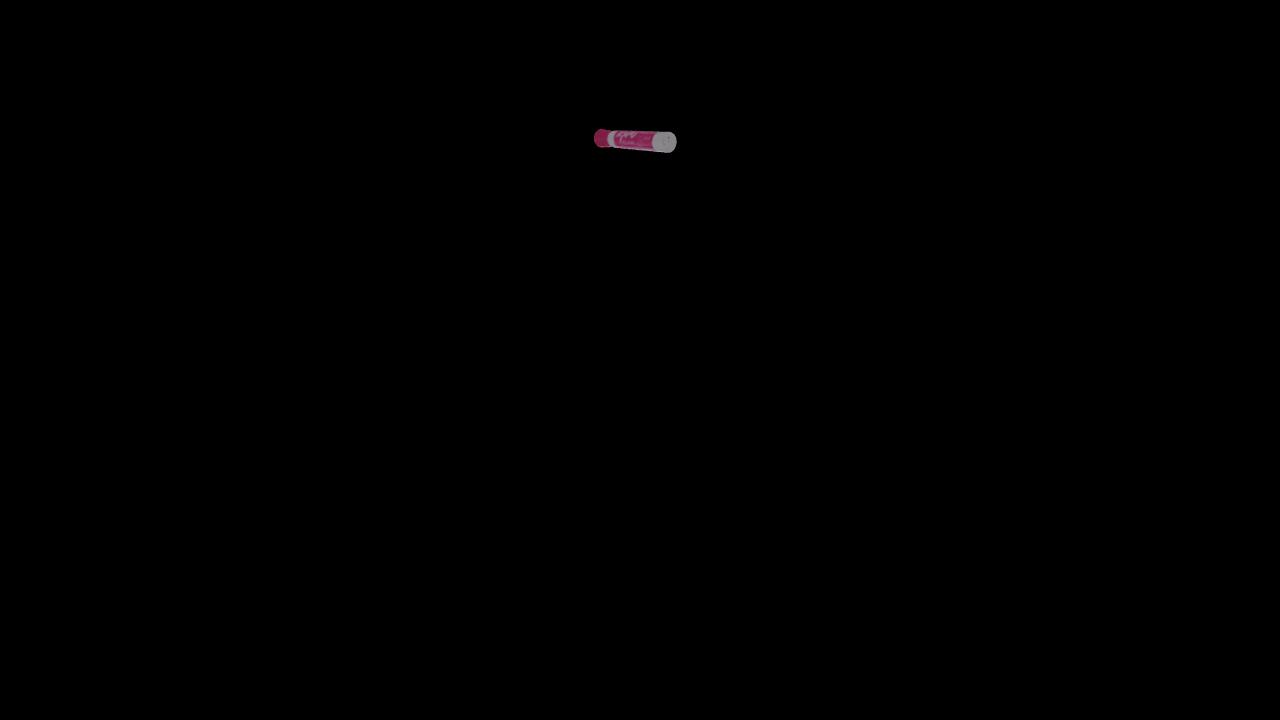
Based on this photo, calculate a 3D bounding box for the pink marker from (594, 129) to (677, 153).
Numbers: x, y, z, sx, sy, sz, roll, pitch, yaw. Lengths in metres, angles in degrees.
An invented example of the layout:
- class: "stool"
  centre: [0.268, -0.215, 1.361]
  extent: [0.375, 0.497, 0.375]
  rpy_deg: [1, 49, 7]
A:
- class: "pink marker"
  centre: [-0.009, -0.222, 0.621]
  extent: [0.020, 0.020, 0.121]
  rpy_deg: [0, 17, -39]
